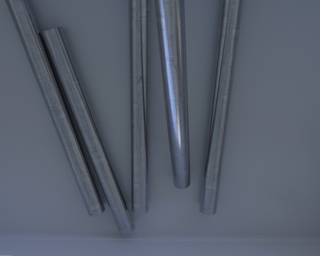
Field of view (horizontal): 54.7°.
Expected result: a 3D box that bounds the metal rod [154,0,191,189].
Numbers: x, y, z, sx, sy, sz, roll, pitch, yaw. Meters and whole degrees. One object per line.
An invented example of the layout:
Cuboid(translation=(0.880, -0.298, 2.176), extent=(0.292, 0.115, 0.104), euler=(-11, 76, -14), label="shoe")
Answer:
Cuboid(translation=(0.018, -0.028, 0.336), extent=(0.025, 0.025, 0.298), euler=(-6, 135, 2), label="metal rod")

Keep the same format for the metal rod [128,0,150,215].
Cuboid(translation=(-0.026, -0.020, 0.403), extent=(0.025, 0.025, 0.298), euler=(1, 110, -1), label="metal rod")

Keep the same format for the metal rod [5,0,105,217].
Cuboid(translation=(-0.129, -0.014, 0.404), extent=(0.025, 0.025, 0.298), euler=(-13, 110, 4), label="metal rod")

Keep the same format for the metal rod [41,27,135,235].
Cuboid(translation=(-0.089, 0.018, 0.416), extent=(0.025, 0.025, 0.298), euler=(-15, 110, 5), label="metal rod")

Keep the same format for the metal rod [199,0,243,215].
Cuboid(translation=(0.077, -0.019, 0.405), extent=(0.025, 0.025, 0.298), euler=(2, 110, -1), label="metal rod")
